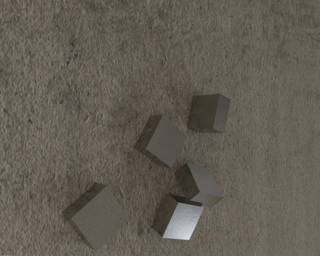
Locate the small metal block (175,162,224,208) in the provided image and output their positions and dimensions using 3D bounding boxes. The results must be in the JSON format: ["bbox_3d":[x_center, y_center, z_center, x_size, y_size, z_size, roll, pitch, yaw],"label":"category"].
[{"bbox_3d":[0.055,0.080,0.432,0.050,0.025,0.050,22,32,-38],"label":"small metal block"}]

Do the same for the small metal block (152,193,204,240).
[{"bbox_3d":[0.025,0.120,0.416,0.050,0.025,0.050,21,94,-38],"label":"small metal block"}]

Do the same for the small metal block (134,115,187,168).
[{"bbox_3d":[0.002,0.018,0.406,0.050,0.025,0.050,41,65,-33],"label":"small metal block"}]

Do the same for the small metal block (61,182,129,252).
[{"bbox_3d":[-0.071,0.098,0.345,0.050,0.025,0.050,-42,116,-32],"label":"small metal block"}]

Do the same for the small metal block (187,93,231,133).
[{"bbox_3d":[0.070,-0.020,0.446,0.025,0.050,0.050,20,77,-38],"label":"small metal block"}]
